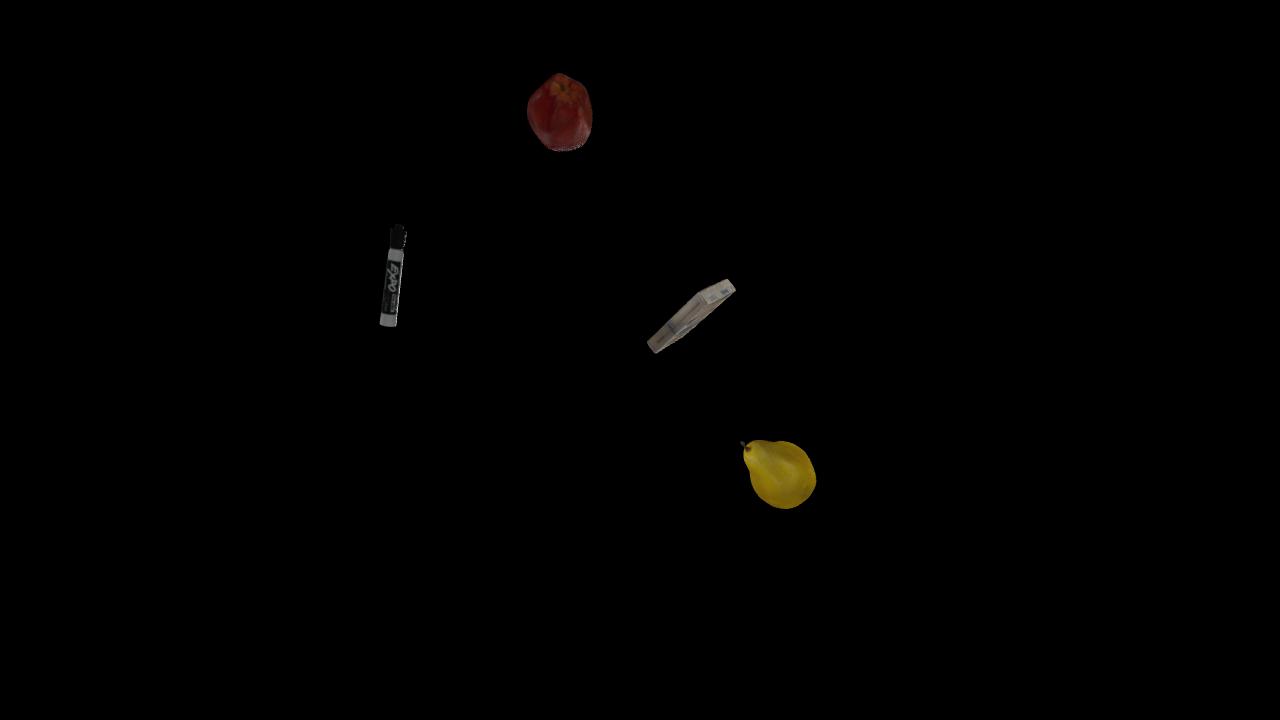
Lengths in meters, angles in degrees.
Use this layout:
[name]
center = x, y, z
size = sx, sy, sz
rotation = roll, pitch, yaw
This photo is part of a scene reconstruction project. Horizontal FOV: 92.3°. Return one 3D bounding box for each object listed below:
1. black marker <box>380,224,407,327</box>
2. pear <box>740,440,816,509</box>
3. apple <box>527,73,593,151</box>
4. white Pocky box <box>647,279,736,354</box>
[black marker]
center = -0.292, -0.100, 0.729
size = 0.020, 0.121, 0.020
rotation = 11, 11, -2
[pear]
center = 0.148, 0.121, 0.714
size = 0.111, 0.080, 0.080
rotation = 39, -12, -15
[apple]
center = -0.095, -0.294, 0.734
size = 0.079, 0.079, 0.093
rotation = 0, -11, -10
[white Pocky box]
center = 0.080, -0.070, 0.995
size = 0.084, 0.028, 0.154
rotation = -30, -9, -43
